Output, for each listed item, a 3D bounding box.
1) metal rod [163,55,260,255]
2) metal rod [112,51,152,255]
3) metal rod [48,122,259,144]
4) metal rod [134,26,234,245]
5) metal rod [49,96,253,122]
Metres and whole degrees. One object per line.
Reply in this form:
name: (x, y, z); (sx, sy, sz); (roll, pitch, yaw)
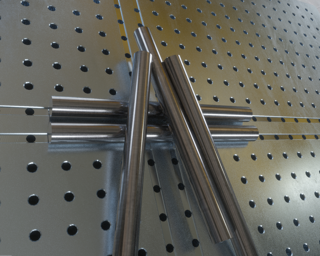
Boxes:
metal rod: (0.065, 0.042, 0.395); (0.025, 0.025, 0.299); (-11, 75, -33)
metal rod: (-0.030, 0.041, 0.344); (0.025, 0.025, 0.299); (14, 63, -21)
metal rod: (0.012, 0.007, 0.412); (0.303, 0.025, 0.025); (1, 62, -28)
metal rod: (0.022, -0.007, 0.394); (0.025, 0.025, 0.299); (-6, 65, -31)
metal rod: (0.007, -0.023, 0.428); (0.303, 0.025, 0.025); (1, 62, -28)
